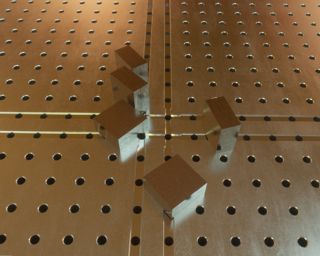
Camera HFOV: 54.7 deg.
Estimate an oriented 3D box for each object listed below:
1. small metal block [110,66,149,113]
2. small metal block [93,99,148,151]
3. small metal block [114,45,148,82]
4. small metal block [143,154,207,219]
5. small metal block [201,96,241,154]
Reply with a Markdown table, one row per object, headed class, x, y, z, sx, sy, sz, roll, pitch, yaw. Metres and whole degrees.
| class | x | y | z | sx | sy | sz | roll | pitch | yaw |
| --- | --- | --- | --- | --- | --- | --- | --- | --- | --- |
| small metal block | -0.042 | -0.051 | 0.434 | 0.025 | 0.050 | 0.050 | -36 | 59 | -26 |
| small metal block | -0.051 | -0.005 | 0.411 | 0.050 | 0.025 | 0.050 | 37 | 59 | 26 |
| small metal block | -0.042 | -0.087 | 0.464 | 0.025 | 0.050 | 0.050 | -28 | 56 | -22 |
| small metal block | 0.017 | 0.065 | 0.353 | 0.050 | 0.025 | 0.050 | -32 | 57 | -24 |
| small metal block | 0.076 | -0.004 | 0.395 | 0.025 | 0.050 | 0.050 | -13 | 52 | -11 |
